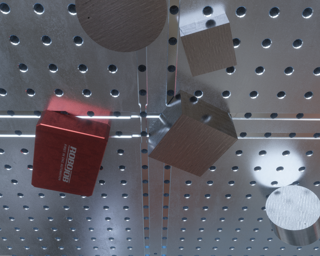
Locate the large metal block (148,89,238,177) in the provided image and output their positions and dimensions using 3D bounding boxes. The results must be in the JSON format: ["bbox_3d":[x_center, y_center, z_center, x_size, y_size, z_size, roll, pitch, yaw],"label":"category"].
[{"bbox_3d":[0.040,0.009,0.403,0.080,0.050,0.080,24,126,-19],"label":"large metal block"}]

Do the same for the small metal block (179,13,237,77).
[{"bbox_3d":[0.053,-0.089,0.336,0.050,0.025,0.050,-14,129,11],"label":"small metal block"}]

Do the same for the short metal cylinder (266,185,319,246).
[{"bbox_3d":[0.216,0.139,0.496,0.080,0.080,0.050,-18,128,14],"label":"short metal cylinder"}]

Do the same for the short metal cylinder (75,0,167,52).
[{"bbox_3d":[-0.034,-0.120,0.293,0.081,0.050,0.079,0,130,0],"label":"short metal cylinder"}]

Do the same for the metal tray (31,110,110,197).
[{"bbox_3d":[-0.129,0.041,0.442,0.091,0.030,0.129,13,129,-12],"label":"metal tray"}]
